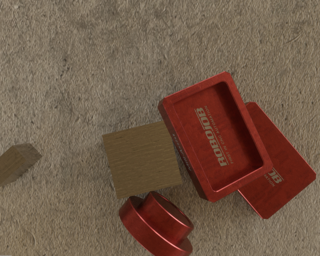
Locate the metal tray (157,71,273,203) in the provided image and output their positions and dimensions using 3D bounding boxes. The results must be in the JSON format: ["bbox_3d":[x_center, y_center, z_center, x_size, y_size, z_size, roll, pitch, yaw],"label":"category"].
[{"bbox_3d":[0.065,0.010,0.367,0.091,0.030,0.129,-25,90,-13],"label":"metal tray"}]

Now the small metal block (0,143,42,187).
[{"bbox_3d":[-0.187,0.047,0.396,0.050,0.050,0.025,-42,90,0],"label":"small metal block"}]

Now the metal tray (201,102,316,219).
[{"bbox_3d":[0.126,0.041,0.408,0.090,0.030,0.130,-40,90,0],"label":"metal tray"}]

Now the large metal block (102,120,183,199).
[{"bbox_3d":[-0.021,0.038,0.397,0.080,0.050,0.080,-14,90,0],"label":"large metal block"}]

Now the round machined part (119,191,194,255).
[{"bbox_3d":[0.002,0.113,0.374,0.098,0.098,0.042,39,90,0],"label":"round machined part"}]
